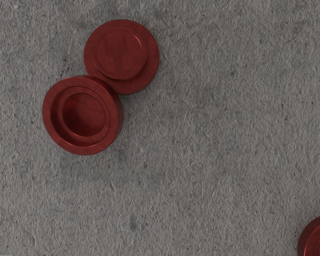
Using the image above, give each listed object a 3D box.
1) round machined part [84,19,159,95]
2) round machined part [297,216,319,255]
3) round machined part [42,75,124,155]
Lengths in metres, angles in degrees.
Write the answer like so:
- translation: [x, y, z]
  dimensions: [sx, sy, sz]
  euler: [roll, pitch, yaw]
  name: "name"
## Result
- translation: [-0.050, -0.093, 0.401]
  dimensions: [0.099, 0.042, 0.097]
  euler: [0, 90, 0]
  name: "round machined part"
- translation: [0.227, 0.159, 0.403]
  dimensions: [0.099, 0.042, 0.097]
  euler: [0, 90, 0]
  name: "round machined part"
- translation: [-0.092, -0.018, 0.391]
  dimensions: [0.098, 0.042, 0.097]
  euler: [3, 106, 10]
  name: "round machined part"
